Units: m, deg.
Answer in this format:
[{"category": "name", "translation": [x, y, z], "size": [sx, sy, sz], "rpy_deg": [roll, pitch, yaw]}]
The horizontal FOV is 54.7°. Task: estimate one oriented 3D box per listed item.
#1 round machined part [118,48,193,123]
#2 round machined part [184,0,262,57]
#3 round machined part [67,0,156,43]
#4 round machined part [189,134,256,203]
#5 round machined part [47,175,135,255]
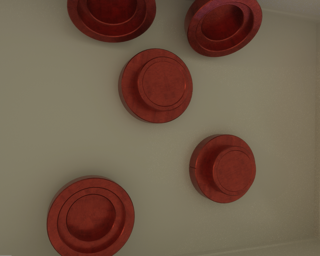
[{"category": "round machined part", "translation": [-0.001, -0.055, 0.401], "size": [0.099, 0.042, 0.097], "rpy_deg": [0, 90, -20]}, {"category": "round machined part", "translation": [0.080, -0.145, 0.411], "size": [0.099, 0.097, 0.042], "rpy_deg": [3, 53, -20]}, {"category": "round machined part", "translation": [-0.055, -0.149, 0.358], "size": [0.099, 0.097, 0.042], "rpy_deg": [4, 60, -20]}, {"category": "round machined part", "translation": [0.094, 0.058, 0.436], "size": [0.099, 0.042, 0.097], "rpy_deg": [0, 90, -20]}, {"category": "round machined part", "translation": [-0.083, 0.105, 0.371], "size": [0.099, 0.042, 0.097], "rpy_deg": [0, 90, -20]}]
